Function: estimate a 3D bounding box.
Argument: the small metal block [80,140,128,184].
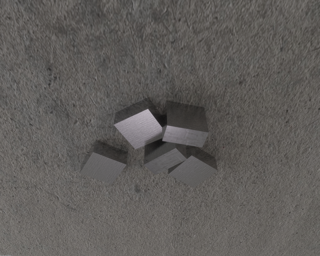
[{"bbox_3d":[-0.081,0.050,0.449,0.050,0.025,0.050,24,126,-19],"label":"small metal block"}]

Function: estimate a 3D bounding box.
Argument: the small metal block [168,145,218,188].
[{"bbox_3d":[0.047,0.056,0.455,0.050,0.025,0.050,31,123,-24],"label":"small metal block"}]

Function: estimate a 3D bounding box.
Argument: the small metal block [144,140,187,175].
[{"bbox_3d":[0.007,0.027,0.414,0.050,0.050,0.025,-30,124,22],"label":"small metal block"}]

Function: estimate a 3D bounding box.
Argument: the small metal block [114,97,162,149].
[{"bbox_3d":[-0.024,-0.005,0.402,0.050,0.025,0.050,-24,127,19],"label":"small metal block"}]

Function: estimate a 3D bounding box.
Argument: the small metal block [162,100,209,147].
[{"bbox_3d":[0.030,-0.006,0.386,0.050,0.050,0.025,10,129,-9],"label":"small metal block"}]
